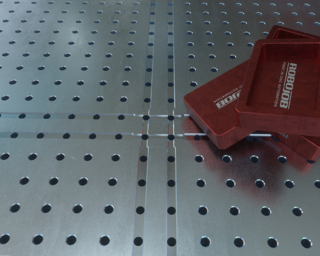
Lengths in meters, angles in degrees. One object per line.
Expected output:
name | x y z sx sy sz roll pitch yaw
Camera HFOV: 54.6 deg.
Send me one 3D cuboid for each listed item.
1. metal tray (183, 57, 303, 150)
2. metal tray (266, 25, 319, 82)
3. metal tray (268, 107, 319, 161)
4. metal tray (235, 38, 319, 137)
metal tray | 0.109 -0.039 0.410 0.130 0.030 0.090 -30 47 -6
metal tray | 0.233 -0.117 0.503 0.130 0.030 0.090 23 54 18
metal tray | 0.181 -0.025 0.426 0.090 0.030 0.130 -35 58 -26
metal tray | 0.148 -0.054 0.365 0.090 0.030 0.130 7 54 25
